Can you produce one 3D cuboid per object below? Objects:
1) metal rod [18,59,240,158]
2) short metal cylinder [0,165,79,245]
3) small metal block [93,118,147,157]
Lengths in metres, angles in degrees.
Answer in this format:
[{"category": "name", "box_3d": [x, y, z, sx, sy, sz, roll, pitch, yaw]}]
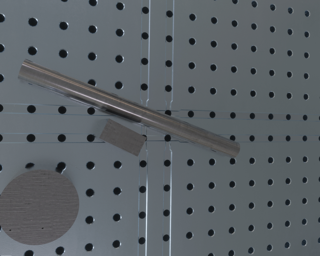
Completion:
[{"category": "metal rod", "box_3d": [-0.024, -0.017, 0.403, 0.302, 0.025, 0.025, 21, 83, -19]}, {"category": "short metal cylinder", "box_3d": [-0.135, 0.083, 0.350, 0.081, 0.050, 0.079, 0, 90, -20]}, {"category": "small metal block", "box_3d": [-0.051, 0.011, 0.381, 0.050, 0.050, 0.025, 28, 81, -18]}]
